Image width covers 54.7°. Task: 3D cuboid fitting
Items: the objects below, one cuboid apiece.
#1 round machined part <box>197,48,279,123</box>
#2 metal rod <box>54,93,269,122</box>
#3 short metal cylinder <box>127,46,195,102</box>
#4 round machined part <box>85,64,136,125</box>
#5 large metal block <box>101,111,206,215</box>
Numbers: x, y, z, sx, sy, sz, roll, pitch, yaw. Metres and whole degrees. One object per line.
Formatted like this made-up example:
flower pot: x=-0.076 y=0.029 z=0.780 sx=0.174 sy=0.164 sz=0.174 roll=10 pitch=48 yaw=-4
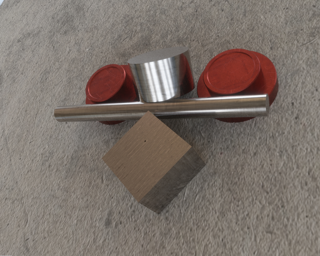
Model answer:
round machined part: x=0.092 y=-0.058 z=0.382 sx=0.098 sy=0.042 sz=0.098 roll=-13 pitch=56 yaw=21
metal rod: x=-0.018 y=-0.023 z=0.401 sx=0.300 sy=0.025 sz=0.025 roll=-1 pitch=61 yaw=27
short metal cylinder: x=0.003 y=-0.072 z=0.408 sx=0.080 sy=0.050 sz=0.080 roll=-11 pitch=23 yaw=5
round machined part: x=-0.072 y=-0.057 z=0.466 sx=0.098 sy=0.042 sz=0.098 roll=-13 pitch=56 yaw=21
large metal block: x=-0.008 y=0.039 z=0.366 sx=0.080 sy=0.050 sz=0.080 roll=-46 pitch=51 yaw=-4
